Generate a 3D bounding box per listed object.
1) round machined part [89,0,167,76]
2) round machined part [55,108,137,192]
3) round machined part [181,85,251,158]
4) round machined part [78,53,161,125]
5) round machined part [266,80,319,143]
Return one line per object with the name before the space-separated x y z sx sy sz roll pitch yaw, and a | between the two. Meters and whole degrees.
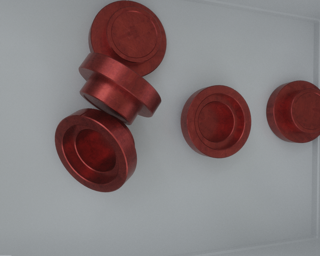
round machined part | -0.037 -0.112 0.388 0.099 0.042 0.097 0 90 -21
round machined part | -0.069 0.022 0.357 0.098 0.098 0.042 60 36 -11
round machined part | 0.073 -0.009 0.430 0.099 0.042 0.097 0 90 -21
round machined part | -0.051 -0.038 0.354 0.098 0.098 0.042 35 79 -17
round machined part | 0.220 -0.025 0.479 0.099 0.042 0.097 0 89 -13
